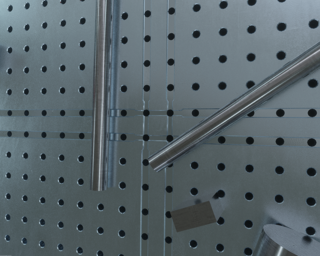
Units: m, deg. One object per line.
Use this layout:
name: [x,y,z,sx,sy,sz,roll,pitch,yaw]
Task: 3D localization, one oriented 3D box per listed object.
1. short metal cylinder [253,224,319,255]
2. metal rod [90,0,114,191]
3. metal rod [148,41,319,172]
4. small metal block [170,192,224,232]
short metal cylinder: [0.142,0.147,0.333,0.080,0.080,0.050,20,97,19]
metal rod: [-0.083,-0.062,0.441,0.025,0.025,0.298,2,91,20]
metal rod: [0.110,-0.034,0.373,0.300,0.025,0.025,-35,79,16]
small metal block: [0.047,0.103,0.383,0.050,0.050,0.025,-21,83,19]
